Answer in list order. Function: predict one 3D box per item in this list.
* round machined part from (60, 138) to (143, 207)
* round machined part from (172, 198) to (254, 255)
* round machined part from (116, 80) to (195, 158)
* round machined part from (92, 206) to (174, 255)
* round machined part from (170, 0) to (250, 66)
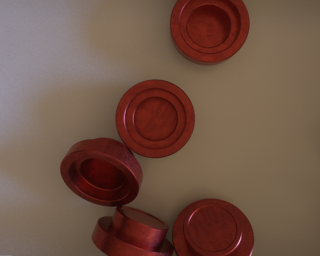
[{"bbox_3d":[-0.069,0.051,0.386,0.098,0.042,0.097,7,129,9],"label":"round machined part"},{"bbox_3d":[0.064,0.129,0.377,0.099,0.042,0.098,-5,49,5],"label":"round machined part"},{"bbox_3d":[-0.006,-0.011,0.403,0.099,0.042,0.097,0,90,0],"label":"round machined part"},{"bbox_3d":[-0.028,0.127,0.375,0.098,0.098,0.042,21,86,0],"label":"round machined part"},{"bbox_3d":[0.062,-0.130,0.403,0.099,0.042,0.097,0,90,0],"label":"round machined part"}]
